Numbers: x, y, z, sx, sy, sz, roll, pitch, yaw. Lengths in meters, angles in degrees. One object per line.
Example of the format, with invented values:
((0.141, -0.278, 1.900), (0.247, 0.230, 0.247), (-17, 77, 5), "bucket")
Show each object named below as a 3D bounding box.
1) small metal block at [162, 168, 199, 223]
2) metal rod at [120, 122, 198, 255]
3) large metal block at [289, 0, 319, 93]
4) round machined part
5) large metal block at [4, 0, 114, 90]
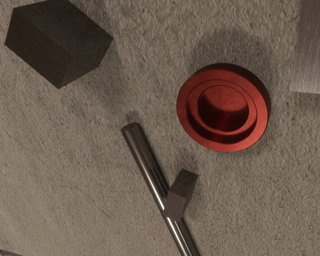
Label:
((0.029, 0.094, 0.432), (0.025, 0.050, 0.050), (22, 126, 15), "small metal block")
((0.013, 0.127, 0.477), (0.025, 0.025, 0.299), (-11, 113, 32), "metal rod")
((0.160, -0.073, 0.261), (0.080, 0.050, 0.079), (9, 123, 23), "large metal block")
((0.071, -0.025, 0.342), (0.098, 0.042, 0.097), (13, 124, 20), "round machined part")
((-0.117, -0.103, 0.367), (0.080, 0.080, 0.050), (40, 129, 0), "large metal block")
